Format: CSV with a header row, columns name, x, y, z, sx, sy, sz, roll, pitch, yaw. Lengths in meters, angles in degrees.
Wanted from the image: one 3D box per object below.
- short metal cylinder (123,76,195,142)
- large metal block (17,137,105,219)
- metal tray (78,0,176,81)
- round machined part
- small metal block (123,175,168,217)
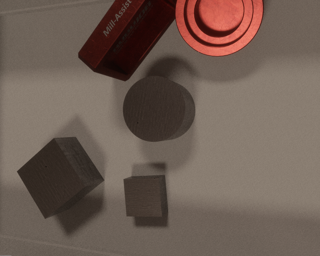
name,x,y,z,sx,sy,sz,roll,pitch,yaw
short metal cylinder,0.000,-0.023,0.396,0.080,0.050,0.079,0,90,19
large metal block,-0.142,0.069,0.446,0.080,0.050,0.080,-39,78,15
metal tray,-0.033,-0.123,0.386,0.030,0.090,0.130,43,103,14
round machined part,0.070,-0.137,0.364,0.098,0.042,0.097,7,117,15
small metal block,-0.019,0.091,0.416,0.050,0.025,0.050,-6,88,19
